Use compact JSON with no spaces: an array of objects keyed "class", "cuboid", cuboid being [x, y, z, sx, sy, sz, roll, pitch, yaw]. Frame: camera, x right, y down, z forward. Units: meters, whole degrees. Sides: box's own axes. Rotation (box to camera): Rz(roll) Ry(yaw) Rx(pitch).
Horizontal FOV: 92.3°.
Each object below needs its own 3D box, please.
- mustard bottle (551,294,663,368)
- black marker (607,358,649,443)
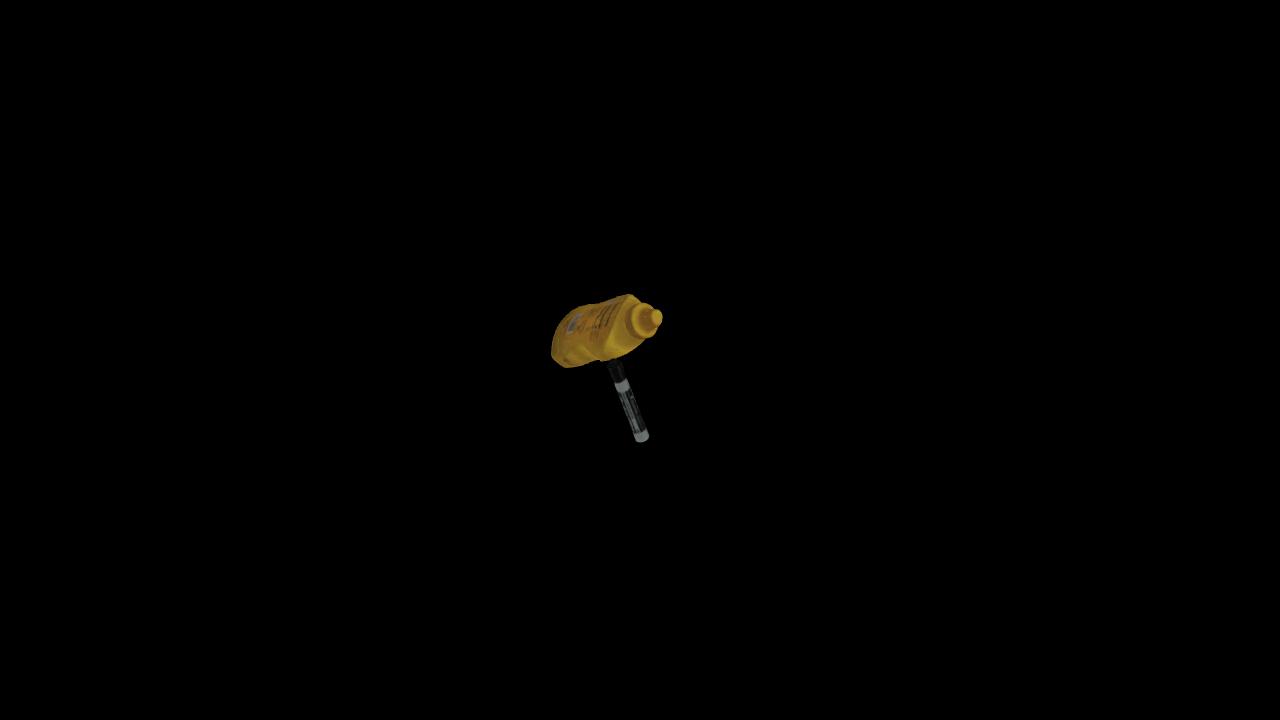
[{"class":"mustard bottle","cuboid":[-0.037,-0.040,0.767,0.054,0.092,0.184,45,-32,-26]},{"class":"black marker","cuboid":[-0.015,0.050,0.759,0.020,0.121,0.020,-15,29,9]}]
